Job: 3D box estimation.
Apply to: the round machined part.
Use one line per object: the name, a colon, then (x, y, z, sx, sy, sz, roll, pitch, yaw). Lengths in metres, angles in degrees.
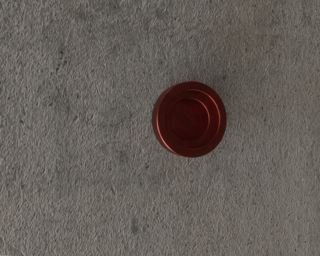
round machined part: (0.035, -0.011, 0.413, 0.099, 0.042, 0.097, 0, 90, -20)
